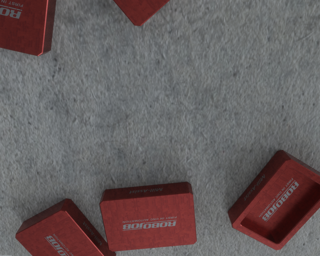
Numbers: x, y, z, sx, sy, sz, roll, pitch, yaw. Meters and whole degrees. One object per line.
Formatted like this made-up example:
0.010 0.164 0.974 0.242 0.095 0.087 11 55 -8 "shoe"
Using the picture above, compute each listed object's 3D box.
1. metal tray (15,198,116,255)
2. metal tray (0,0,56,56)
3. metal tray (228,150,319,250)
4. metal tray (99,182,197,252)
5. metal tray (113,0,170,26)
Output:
-0.140 0.180 0.472 0.090 0.030 0.130 -30 108 10 "metal tray"
-0.190 -0.142 0.352 0.131 0.030 0.089 12 110 -5 "metal tray"
0.173 0.107 0.448 0.090 0.030 0.129 30 107 -11 "metal tray"
-0.015 0.131 0.455 0.131 0.030 0.089 -6 110 1 "metal tray"
-0.005 -0.188 0.338 0.130 0.030 0.090 -38 106 12 "metal tray"
